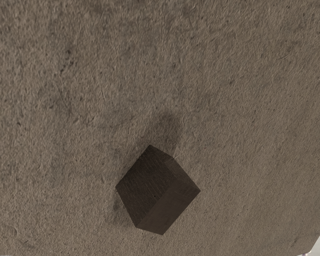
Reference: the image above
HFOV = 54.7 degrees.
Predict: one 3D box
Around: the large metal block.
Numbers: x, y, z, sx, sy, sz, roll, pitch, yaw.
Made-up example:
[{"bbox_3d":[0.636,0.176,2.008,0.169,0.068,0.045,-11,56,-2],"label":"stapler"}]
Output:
[{"bbox_3d":[-0.005,0.083,0.421,0.050,0.080,0.080,32,100,-39],"label":"large metal block"}]
